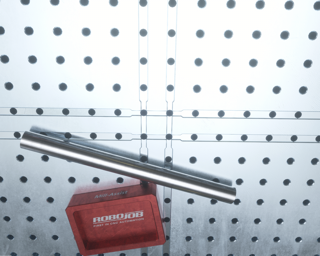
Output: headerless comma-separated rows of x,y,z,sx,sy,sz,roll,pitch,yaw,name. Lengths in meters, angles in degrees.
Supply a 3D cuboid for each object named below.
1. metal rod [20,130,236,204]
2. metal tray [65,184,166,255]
-0.039,0.057,0.433,0.302,0.025,0.025,16,109,-6,metal rod
-0.062,0.137,0.460,0.131,0.030,0.089,-10,110,3,metal tray
